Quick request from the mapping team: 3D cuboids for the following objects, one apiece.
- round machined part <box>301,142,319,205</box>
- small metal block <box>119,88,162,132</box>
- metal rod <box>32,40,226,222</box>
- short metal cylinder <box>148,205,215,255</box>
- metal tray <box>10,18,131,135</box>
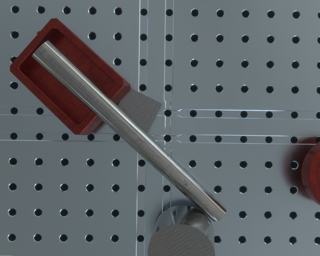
[{"bbox_3d":[0.235,0.060,0.408,0.099,0.042,0.097,0,90,-1],"label":"round machined part"},{"bbox_3d":[-0.031,-0.020,0.413,0.050,0.025,0.050,26,90,-1],"label":"small metal block"},{"bbox_3d":[-0.025,0.015,0.374,0.025,0.025,0.300,-46,106,0],"label":"metal rod"},{"bbox_3d":[0.029,0.146,0.392,0.080,0.050,0.079,2,102,8],"label":"short metal cylinder"},{"bbox_3d":[-0.114,-0.064,0.396,0.130,0.030,0.090,43,93,9],"label":"metal tray"}]
